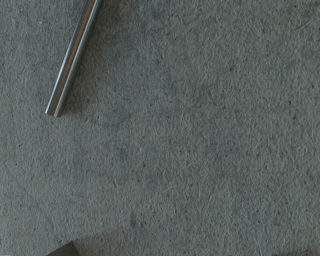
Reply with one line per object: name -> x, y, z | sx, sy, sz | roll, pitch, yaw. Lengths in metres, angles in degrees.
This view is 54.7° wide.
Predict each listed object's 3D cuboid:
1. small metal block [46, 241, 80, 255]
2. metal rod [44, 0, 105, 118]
small metal block -> -0.138, 0.198, 0.443 | 0.025, 0.050, 0.050 | -36, 79, 16
metal rod -> -0.103, -0.157, 0.443 | 0.025, 0.025, 0.298 | 25, 98, 18
